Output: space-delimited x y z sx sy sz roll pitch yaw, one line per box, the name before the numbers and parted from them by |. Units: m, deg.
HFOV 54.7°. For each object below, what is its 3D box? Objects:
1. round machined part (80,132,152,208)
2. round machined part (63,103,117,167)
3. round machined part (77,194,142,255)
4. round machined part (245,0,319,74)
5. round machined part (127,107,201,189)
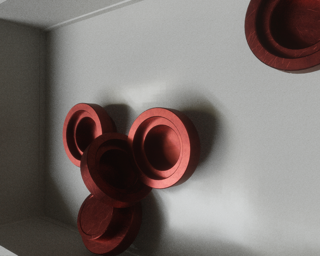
round machined part | -0.058 0.058 0.406 0.042 0.099 0.098 -42 65 40
round machined part | -0.104 0.011 0.479 0.098 0.042 0.097 0 90 39
round machined part | -0.076 0.124 0.432 0.098 0.042 0.098 -19 53 28
round machined part | 0.133 -0.099 0.285 0.098 0.042 0.097 0 90 39
round machined part | 0.009 0.024 0.386 0.098 0.042 0.097 -1 88 38
